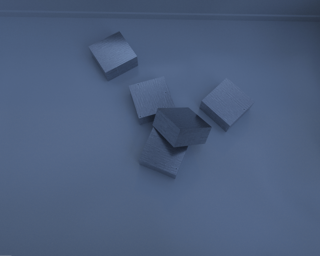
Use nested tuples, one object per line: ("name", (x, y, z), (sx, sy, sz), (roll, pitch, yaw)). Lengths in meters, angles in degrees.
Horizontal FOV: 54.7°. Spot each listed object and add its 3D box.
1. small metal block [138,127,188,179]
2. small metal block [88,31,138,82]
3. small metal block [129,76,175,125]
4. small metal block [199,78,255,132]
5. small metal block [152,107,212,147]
("small metal block", (0.006, 0.031, 0.398), (0.050, 0.025, 0.050), (21, 71, 7))
("small metal block", (-0.067, -0.103, 0.447), (0.050, 0.025, 0.050), (-30, 73, -11))
("small metal block", (-0.011, -0.037, 0.423), (0.050, 0.025, 0.050), (-16, 71, -6))
("small metal block", (0.091, -0.032, 0.422), (0.050, 0.025, 0.050), (-43, 76, -14))
("small metal block", (0.027, -0.002, 0.389), (0.050, 0.025, 0.050), (-4, 35, -36))
